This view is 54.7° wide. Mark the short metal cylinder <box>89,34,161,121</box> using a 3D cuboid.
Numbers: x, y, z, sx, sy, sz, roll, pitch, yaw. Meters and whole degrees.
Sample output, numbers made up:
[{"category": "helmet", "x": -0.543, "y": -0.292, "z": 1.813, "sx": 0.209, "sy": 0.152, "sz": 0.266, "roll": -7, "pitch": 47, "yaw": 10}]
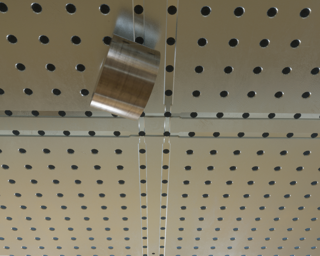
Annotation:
[{"category": "short metal cylinder", "x": -0.038, "y": -0.053, "z": 0.330, "sx": 0.050, "sy": 0.080, "sz": 0.079, "roll": 18, "pitch": 128, "yaw": -15}]
